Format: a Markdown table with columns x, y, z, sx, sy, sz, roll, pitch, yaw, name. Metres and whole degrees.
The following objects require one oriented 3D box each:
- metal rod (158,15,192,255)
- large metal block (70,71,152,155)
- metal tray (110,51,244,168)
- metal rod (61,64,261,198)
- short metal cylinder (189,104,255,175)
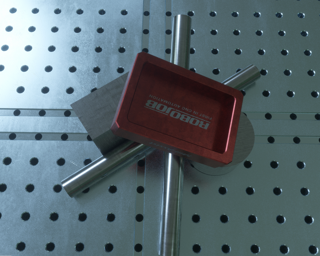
| x | y | z | sx | sy | sz | roll | pitch | yaw | name |
| --- | --- | --- | --- | --- | --- | --- | --- | --- | --- |
| 0.020 | 0.000 | 0.388 | 0.025 | 0.025 | 0.299 | 4 | 79 | 1 | metal rod |
| -0.054 | -0.014 | 0.386 | 0.080 | 0.080 | 0.050 | -32 | 74 | -11 | large metal block |
| 0.022 | -0.018 | 0.341 | 0.131 | 0.030 | 0.090 | 19 | 70 | -13 | metal tray |
| 0.010 | -0.002 | 0.413 | 0.301 | 0.025 | 0.025 | -32 | 74 | -12 | metal rod |
| 0.072 | 0.016 | 0.392 | 0.081 | 0.050 | 0.080 | 0 | 70 | 0 | short metal cylinder |
